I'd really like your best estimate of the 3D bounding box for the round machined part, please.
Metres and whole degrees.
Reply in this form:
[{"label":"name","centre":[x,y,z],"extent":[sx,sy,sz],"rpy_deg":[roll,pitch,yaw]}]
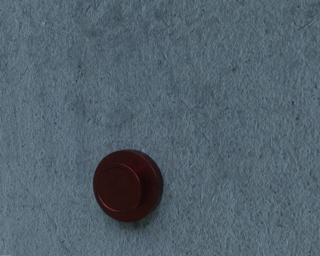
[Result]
[{"label":"round machined part","centre":[-0.048,0.079,0.418],"extent":[0.098,0.042,0.097],"rpy_deg":[0,90,20]}]
